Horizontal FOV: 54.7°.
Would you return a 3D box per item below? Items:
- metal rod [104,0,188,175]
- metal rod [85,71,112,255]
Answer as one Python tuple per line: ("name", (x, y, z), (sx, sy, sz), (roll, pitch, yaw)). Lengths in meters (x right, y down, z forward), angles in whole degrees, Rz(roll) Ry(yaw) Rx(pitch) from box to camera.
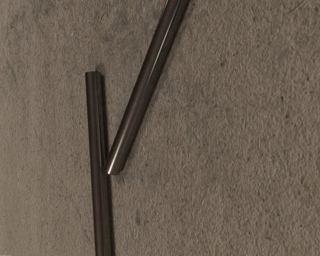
("metal rod", (-0.017, -0.068, 0.416), (0.025, 0.025, 0.298), (35, 111, 34))
("metal rod", (-0.095, 0.062, 0.480), (0.025, 0.025, 0.298), (-7, 86, 39))
